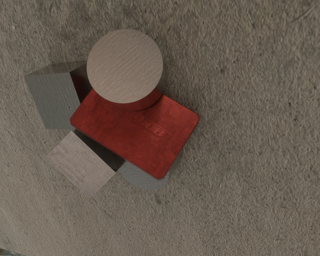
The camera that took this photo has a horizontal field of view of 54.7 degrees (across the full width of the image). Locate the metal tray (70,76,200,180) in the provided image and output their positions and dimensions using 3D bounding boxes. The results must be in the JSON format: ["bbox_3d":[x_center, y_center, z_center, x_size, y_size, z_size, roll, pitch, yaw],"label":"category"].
[{"bbox_3d":[-0.030,-0.007,0.379,0.130,0.090,0.030,31,168,8],"label":"metal tray"}]

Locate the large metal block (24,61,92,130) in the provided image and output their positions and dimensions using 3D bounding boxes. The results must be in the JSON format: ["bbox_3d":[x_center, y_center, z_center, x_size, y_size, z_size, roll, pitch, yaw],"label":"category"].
[{"bbox_3d":[-0.126,-0.045,0.428,0.080,0.050,0.080,1,119,27],"label":"large metal block"}]

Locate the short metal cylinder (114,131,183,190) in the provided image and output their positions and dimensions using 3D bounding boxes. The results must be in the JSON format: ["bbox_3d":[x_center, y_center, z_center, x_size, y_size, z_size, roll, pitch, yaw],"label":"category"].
[{"bbox_3d":[-0.015,0.038,0.424,0.080,0.050,0.079,13,124,21],"label":"short metal cylinder"}]

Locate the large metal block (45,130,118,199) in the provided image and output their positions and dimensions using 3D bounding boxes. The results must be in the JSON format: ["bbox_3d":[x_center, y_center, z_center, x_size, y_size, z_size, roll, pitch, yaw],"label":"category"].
[{"bbox_3d":[-0.104,0.046,0.447,0.080,0.080,0.050,44,93,-3],"label":"large metal block"}]

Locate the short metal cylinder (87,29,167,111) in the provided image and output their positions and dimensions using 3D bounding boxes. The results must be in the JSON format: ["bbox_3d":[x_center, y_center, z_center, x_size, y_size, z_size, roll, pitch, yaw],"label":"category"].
[{"bbox_3d":[-0.034,-0.062,0.346,0.080,0.050,0.080,-1,84,5],"label":"short metal cylinder"}]
